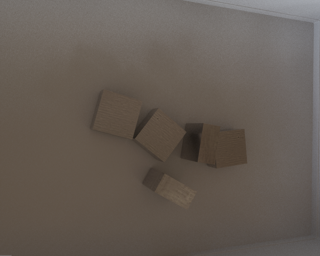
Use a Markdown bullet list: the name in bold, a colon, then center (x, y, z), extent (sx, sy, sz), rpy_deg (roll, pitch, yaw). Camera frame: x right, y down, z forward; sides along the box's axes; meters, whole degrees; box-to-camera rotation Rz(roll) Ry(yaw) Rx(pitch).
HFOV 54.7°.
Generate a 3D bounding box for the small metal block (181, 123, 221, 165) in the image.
- **small metal block**: center (0.054, 0.020, 0.417), extent (0.025, 0.050, 0.050), rpy_deg (10, 87, -21)

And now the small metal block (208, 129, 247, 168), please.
- **small metal block**: center (0.095, 0.028, 0.445), extent (0.050, 0.025, 0.050), rpy_deg (-6, 92, -20)

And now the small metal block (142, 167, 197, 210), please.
- **small metal block**: center (0.011, 0.077, 0.400), extent (0.050, 0.050, 0.025), rpy_deg (32, 81, -18)

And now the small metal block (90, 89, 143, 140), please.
- **small metal block**: center (-0.055, -0.016, 0.388), extent (0.050, 0.025, 0.050), rpy_deg (16, 85, -20)

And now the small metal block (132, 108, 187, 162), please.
- **small metal block**: center (-0.002, 0.009, 0.408), extent (0.050, 0.025, 0.050), rpy_deg (41, 77, -16)
